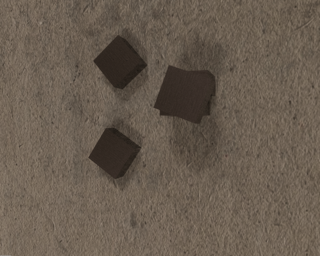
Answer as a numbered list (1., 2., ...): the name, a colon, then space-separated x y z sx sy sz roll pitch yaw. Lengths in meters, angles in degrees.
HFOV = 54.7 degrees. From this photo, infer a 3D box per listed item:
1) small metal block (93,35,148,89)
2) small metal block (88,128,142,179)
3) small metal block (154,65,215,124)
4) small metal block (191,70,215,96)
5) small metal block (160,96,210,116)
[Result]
1. small metal block: -0.055 -0.090 0.427 0.050 0.025 0.050 -42 77 15
2. small metal block: -0.063 0.034 0.430 0.050 0.025 0.050 35 101 16
3. small metal block: 0.028 -0.037 0.346 0.050 0.025 0.050 22 97 18
4. small metal block: 0.039 -0.053 0.381 0.050 0.050 0.025 0 90 19
5. small metal block: 0.032 -0.028 0.384 0.050 0.050 0.025 -1 90 19
